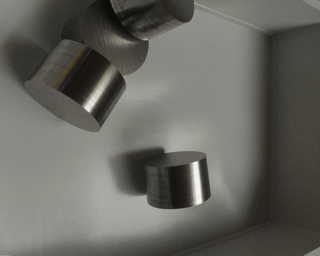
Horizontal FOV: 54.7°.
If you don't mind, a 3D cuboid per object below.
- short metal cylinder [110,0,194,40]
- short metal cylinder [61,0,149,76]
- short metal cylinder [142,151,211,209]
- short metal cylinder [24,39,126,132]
[{"bbox_3d":[-0.007,-0.139,0.321,0.080,0.050,0.080,22,61,-49],"label":"short metal cylinder"},{"bbox_3d":[-0.060,-0.095,0.340,0.081,0.050,0.080,0,90,-40],"label":"short metal cylinder"},{"bbox_3d":[0.021,0.062,0.388,0.081,0.080,0.050,-13,98,-39],"label":"short metal cylinder"},{"bbox_3d":[-0.081,-0.039,0.303,0.080,0.080,0.050,43,64,-32],"label":"short metal cylinder"}]
